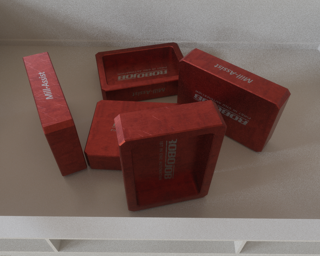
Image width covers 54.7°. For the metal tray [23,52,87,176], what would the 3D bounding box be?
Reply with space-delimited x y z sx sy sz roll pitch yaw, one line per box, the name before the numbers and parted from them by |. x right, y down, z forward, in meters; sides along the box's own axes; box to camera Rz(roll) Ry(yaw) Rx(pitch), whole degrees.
metal tray | -0.127 -0.018 0.374 0.030 0.089 0.130 -19 53 -16

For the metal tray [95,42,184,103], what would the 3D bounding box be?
metal tray | -0.026 -0.085 0.470 0.131 0.030 0.090 -10 51 -9

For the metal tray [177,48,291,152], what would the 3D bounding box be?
metal tray | 0.084 -0.034 0.390 0.130 0.089 0.030 31 57 23

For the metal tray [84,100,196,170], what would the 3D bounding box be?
metal tray | -0.020 0.009 0.390 0.131 0.030 0.090 3 50 2

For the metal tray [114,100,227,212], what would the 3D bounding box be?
metal tray | 0.008 0.033 0.305 0.091 0.129 0.030 -9 51 -9
